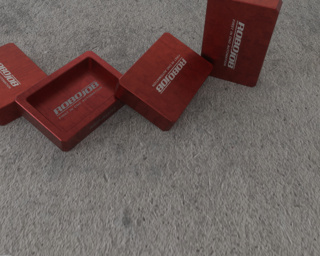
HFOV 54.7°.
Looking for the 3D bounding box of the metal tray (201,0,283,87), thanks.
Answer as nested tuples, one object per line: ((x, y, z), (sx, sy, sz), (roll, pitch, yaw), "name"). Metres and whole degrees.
((0.109, -0.125, 0.441), (0.090, 0.129, 0.030), (18, 53, 15), "metal tray")

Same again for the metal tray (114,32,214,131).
((0.009, -0.069, 0.436), (0.090, 0.030, 0.130), (36, 56, -1), "metal tray")

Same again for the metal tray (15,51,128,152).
((-0.110, -0.041, 0.419), (0.090, 0.030, 0.131), (39, 59, 11), "metal tray")

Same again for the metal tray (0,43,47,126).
((-0.226, -0.069, 0.457), (0.091, 0.030, 0.130), (-35, 58, -26), "metal tray")
